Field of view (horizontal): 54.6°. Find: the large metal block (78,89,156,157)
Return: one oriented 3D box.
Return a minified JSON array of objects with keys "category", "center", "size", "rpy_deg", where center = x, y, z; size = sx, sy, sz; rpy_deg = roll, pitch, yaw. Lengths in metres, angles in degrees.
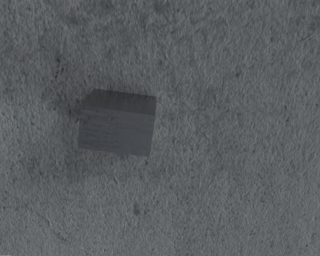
[{"category":"large metal block","center":[-0.048,-0.009,0.377],"size":[0.080,0.080,0.050],"rpy_deg":[8,110,-3]}]
